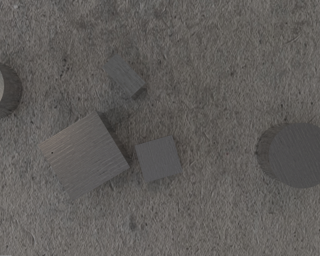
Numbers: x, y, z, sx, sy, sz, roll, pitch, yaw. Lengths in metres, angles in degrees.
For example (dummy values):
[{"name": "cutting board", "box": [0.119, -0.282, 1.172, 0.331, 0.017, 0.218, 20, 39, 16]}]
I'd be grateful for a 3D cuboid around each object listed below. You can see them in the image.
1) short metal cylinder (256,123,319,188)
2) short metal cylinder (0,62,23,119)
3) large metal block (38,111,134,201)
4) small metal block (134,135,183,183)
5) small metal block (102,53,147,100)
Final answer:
[{"name": "short metal cylinder", "box": [0.172, 0.033, 0.399, 0.081, 0.050, 0.080, 0, 90, 0]}, {"name": "short metal cylinder", "box": [-0.227, -0.050, 0.396, 0.081, 0.050, 0.080, 0, 90, 0]}, {"name": "large metal block", "box": [-0.091, 0.034, 0.397, 0.080, 0.050, 0.080, -31, 90, 0]}, {"name": "small metal block", "box": [-0.002, 0.039, 0.410, 0.050, 0.025, 0.050, -16, 90, 0]}, {"name": "small metal block", "box": [-0.043, -0.064, 0.397, 0.025, 0.050, 0.050, -44, 90, 0]}]
